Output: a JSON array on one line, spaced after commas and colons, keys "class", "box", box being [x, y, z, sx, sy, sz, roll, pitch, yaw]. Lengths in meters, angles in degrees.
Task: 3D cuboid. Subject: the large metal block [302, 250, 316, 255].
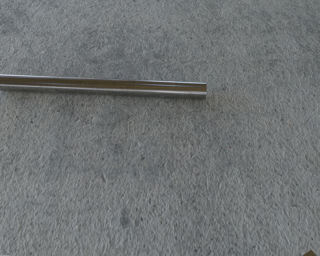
[{"class": "large metal block", "box": [0.093, 0.150, 0.242, 0.081, 0.080, 0.050, -22, 54, -18]}]

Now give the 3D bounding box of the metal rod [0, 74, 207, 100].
[{"class": "metal rod", "box": [-0.085, -0.060, 0.452, 0.302, 0.025, 0.025, 3, 50, 1]}]
